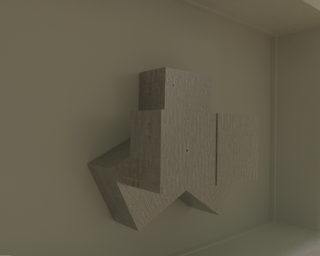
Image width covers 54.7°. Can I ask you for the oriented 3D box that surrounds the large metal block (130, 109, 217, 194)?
[{"bbox_3d":[0.015,0.022,0.336,0.081,0.050,0.080,1,90,-40],"label":"large metal block"}]

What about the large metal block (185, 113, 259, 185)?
[{"bbox_3d":[0.078,0.024,0.387,0.081,0.050,0.080,1,90,-40],"label":"large metal block"}]

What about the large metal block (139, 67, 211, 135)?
[{"bbox_3d":[0.021,-0.031,0.405,0.081,0.050,0.080,2,89,-40],"label":"large metal block"}]

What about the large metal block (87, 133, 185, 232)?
[{"bbox_3d":[-0.025,0.059,0.367,0.081,0.050,0.080,-33,111,-35],"label":"large metal block"}]

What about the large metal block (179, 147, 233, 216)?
[{"bbox_3d":[0.058,0.064,0.435,0.080,0.050,0.080,41,65,-32],"label":"large metal block"}]
